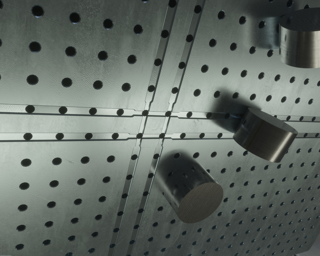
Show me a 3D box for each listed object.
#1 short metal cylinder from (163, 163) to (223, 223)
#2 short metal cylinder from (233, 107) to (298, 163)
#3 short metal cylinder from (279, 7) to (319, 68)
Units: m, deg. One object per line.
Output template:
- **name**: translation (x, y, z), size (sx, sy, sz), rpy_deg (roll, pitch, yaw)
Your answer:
- **short metal cylinder**: translation (0.052, 0.103, 0.489), size (0.081, 0.050, 0.079), rpy_deg (-14, 124, -21)
- **short metal cylinder**: translation (0.159, 0.009, 0.471), size (0.081, 0.080, 0.050), rpy_deg (12, 112, -34)
- **short metal cylinder**: translation (0.202, -0.121, 0.413), size (0.081, 0.080, 0.050), rpy_deg (-25, 128, -13)
